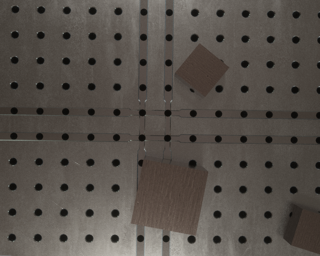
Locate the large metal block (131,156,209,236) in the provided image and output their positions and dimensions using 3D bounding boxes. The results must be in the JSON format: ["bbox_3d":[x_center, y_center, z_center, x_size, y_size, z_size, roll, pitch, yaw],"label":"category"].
[{"bbox_3d":[0.012,0.084,0.401,0.080,0.050,0.080,11,90,-1],"label":"large metal block"}]

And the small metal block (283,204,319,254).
[{"bbox_3d":[0.202,0.137,0.416,0.050,0.025,0.050,18,90,-1],"label":"small metal block"}]

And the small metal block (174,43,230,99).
[{"bbox_3d":[0.055,-0.075,0.414,0.050,0.025,0.050,39,90,-1],"label":"small metal block"}]
